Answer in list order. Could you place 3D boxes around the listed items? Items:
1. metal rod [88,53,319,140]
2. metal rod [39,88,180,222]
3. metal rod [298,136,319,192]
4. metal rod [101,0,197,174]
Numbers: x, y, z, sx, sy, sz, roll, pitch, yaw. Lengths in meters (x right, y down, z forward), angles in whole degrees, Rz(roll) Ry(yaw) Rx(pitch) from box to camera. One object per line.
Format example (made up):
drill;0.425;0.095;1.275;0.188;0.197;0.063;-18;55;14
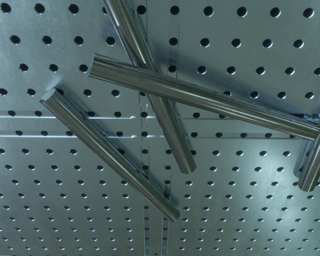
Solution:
metal rod;0.068;-0.030;0.365;0.302;0.025;0.025;14;129;-20
metal rod;-0.056;0.057;0.458;0.025;0.025;0.300;-26;126;20
metal rod;0.225;-0.022;0.393;0.025;0.025;0.298;-2;130;1
metal rod;-0.008;-0.049;0.369;0.025;0.025;0.299;-15;129;12
